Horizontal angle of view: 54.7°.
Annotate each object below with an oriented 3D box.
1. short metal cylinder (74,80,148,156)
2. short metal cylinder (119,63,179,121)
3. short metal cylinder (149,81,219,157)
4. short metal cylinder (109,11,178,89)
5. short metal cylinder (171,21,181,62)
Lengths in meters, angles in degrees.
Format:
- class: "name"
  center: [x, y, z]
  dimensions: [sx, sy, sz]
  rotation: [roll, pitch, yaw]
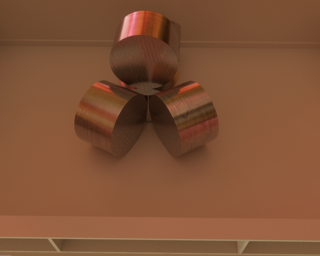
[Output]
- class: "short metal cylinder"
  center: [-0.057, -0.012, 0.377]
  dimensions: [0.050, 0.080, 0.080]
  rotation: [23, 54, 18]
- class: "short metal cylinder"
  center: [-0.015, -0.056, 0.432]
  dimensions: [0.080, 0.050, 0.080]
  rotation: [0, 50, 0]
- class: "short metal cylinder"
  center: [0.027, -0.012, 0.377]
  dimensions: [0.050, 0.080, 0.080]
  rotation: [-23, 54, -17]
- class: "short metal cylinder"
  center: [-0.018, -0.094, 0.381]
  dimensions: [0.080, 0.080, 0.050]
  rotation: [2, 50, 2]
- class: "short metal cylinder"
  center: [-0.009, -0.128, 0.466]
  dimensions: [0.080, 0.080, 0.050]
  rotation: [3, 93, 2]
